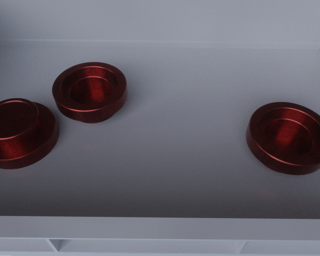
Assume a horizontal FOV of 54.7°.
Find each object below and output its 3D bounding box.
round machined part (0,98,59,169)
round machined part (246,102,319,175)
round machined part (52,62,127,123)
[{"bbox_3d":[-0.183,0.000,0.392,0.099,0.042,0.098,0,50,0],"label":"round machined part"},{"bbox_3d":[0.155,0.017,0.382,0.099,0.042,0.098,0,50,0],"label":"round machined part"},{"bbox_3d":[-0.094,-0.045,0.431,0.099,0.042,0.098,0,50,0],"label":"round machined part"}]
